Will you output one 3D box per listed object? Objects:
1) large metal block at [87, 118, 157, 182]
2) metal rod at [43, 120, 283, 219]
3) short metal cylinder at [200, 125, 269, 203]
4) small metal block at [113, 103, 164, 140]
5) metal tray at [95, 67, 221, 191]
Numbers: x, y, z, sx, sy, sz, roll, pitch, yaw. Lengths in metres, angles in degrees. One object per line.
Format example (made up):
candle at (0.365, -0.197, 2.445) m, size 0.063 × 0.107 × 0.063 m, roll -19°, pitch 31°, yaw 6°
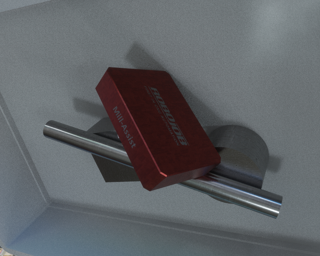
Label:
large metal block at (-0.048, 0.027, 0.432) m, size 0.080 × 0.050 × 0.080 m, roll -8°, pitch 115°, yaw 31°
metal rod at (-0.012, 0.043, 0.372) m, size 0.301 × 0.025 × 0.025 m, roll 17°, pitch 125°, yaw 18°
short metal cylinder at (0.085, 0.044, 0.372) m, size 0.080 × 0.050 × 0.079 m, roll 13°, pitch 124°, yaw 20°
small metal block at (-0.027, -0.016, 0.366) m, size 0.050 × 0.025 × 0.050 m, roll -15°, pitch 77°, yaw 5°
metal tray at (-0.002, -0.005, 0.329) m, size 0.030 × 0.091 × 0.130 m, roll -47°, pitch 61°, yaw 38°
